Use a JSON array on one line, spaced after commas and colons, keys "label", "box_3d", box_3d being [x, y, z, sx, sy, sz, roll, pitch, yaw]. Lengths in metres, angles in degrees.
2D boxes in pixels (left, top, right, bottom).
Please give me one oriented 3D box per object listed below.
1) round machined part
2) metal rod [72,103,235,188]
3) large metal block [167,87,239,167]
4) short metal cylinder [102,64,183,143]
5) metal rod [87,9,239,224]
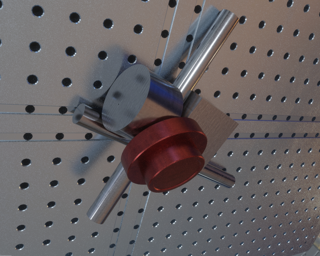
[{"label": "round machined part", "box_3d": [0.010, 0.036, 0.345, 0.099, 0.042, 0.098, -21, 148, -14]}, {"label": "metal rod", "box_3d": [0.014, 0.038, 0.443, 0.301, 0.025, 0.025, 27, 103, -38]}, {"label": "large metal block", "box_3d": [0.044, -0.001, 0.416, 0.080, 0.050, 0.080, 29, 102, -38]}, {"label": "short metal cylinder", "box_3d": [-0.021, -0.024, 0.350, 0.050, 0.080, 0.080, 28, 103, -38]}, {"label": "metal rod", "box_3d": [0.002, -0.012, 0.381, 0.025, 0.025, 0.299, 32, 93, -39]}]
